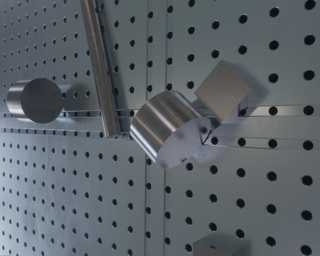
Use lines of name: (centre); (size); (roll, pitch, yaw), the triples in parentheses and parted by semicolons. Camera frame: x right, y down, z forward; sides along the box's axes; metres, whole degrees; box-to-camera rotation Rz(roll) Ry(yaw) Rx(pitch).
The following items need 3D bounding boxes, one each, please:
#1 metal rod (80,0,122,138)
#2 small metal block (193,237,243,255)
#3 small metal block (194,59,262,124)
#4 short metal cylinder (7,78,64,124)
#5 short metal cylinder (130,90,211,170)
metal rod: (-0.101, -0.131, 0.492); (0.025, 0.025, 0.299); (-20, 77, 38)
small metal block: (0.066, 0.159, 0.355); (0.050, 0.025, 0.050); (0, 90, 40)
small metal block: (0.075, -0.040, 0.348); (0.050, 0.025, 0.050); (-51, 60, 27)
short metal cylinder: (-0.224, -0.049, 0.558); (0.050, 0.081, 0.079); (5, 93, 40)
short metal cylinder: (0.012, 0.003, 0.363); (0.050, 0.081, 0.080); (47, 118, 29)
